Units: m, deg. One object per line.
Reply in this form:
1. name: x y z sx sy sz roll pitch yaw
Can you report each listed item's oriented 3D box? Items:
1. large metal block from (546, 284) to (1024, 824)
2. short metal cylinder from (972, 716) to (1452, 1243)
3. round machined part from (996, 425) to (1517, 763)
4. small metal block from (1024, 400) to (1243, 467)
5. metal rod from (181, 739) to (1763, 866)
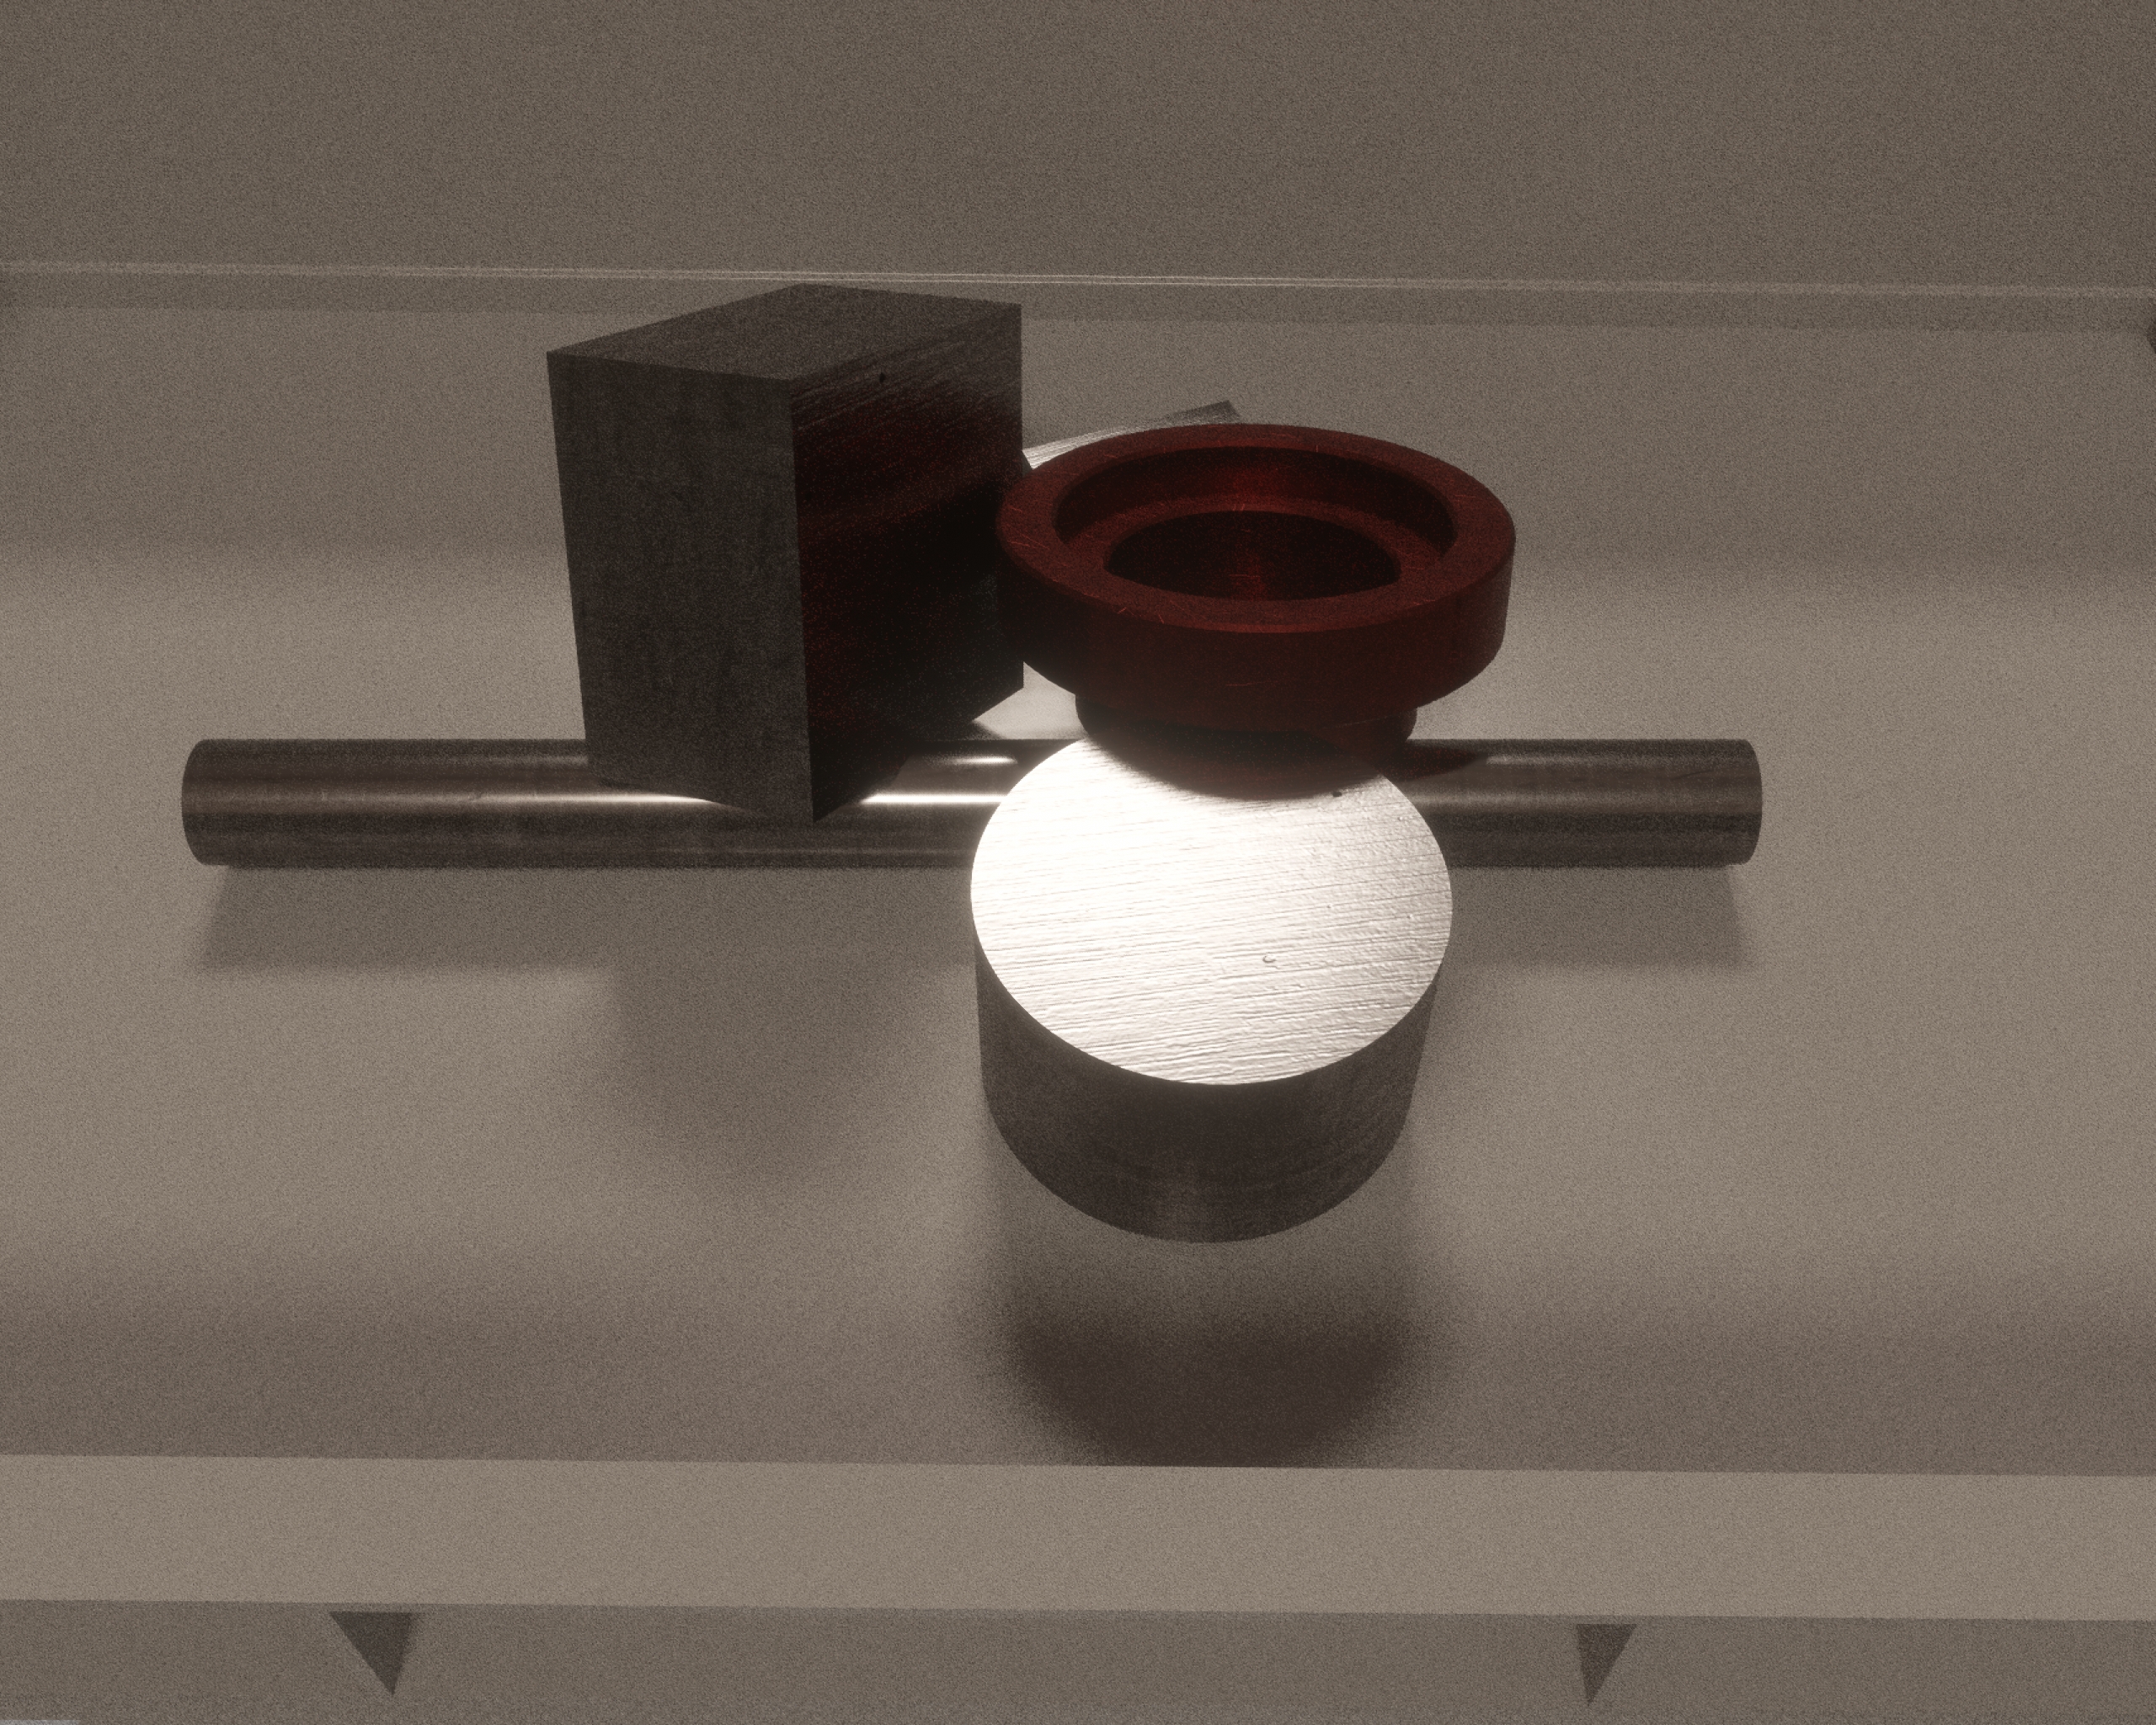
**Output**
1. large metal block: -0.052 -0.063 0.401 0.050 0.079 0.080 12 27 24
2. short metal cylinder: 0.022 0.020 0.369 0.081 0.050 0.080 0 50 0
3. round machined part: 0.034 -0.049 0.408 0.099 0.042 0.098 0 33 0
4. small metal block: 0.020 -0.073 0.466 0.050 0.025 0.050 -16 52 -14
5. metal rod: -0.019 -0.012 0.411 0.302 0.025 0.025 0 50 -1
